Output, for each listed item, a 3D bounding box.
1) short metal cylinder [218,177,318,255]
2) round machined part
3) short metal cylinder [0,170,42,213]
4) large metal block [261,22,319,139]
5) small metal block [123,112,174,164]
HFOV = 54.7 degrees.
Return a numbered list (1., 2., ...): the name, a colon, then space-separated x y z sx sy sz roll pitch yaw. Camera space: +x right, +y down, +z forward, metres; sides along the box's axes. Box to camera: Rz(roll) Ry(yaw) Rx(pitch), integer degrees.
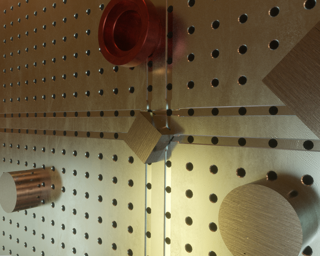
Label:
1. short metal cylinder: 0.106 0.092 0.306 0.080 0.050 0.079 0 90 40
2. round machined part: -0.038 -0.133 0.430 0.098 0.042 0.097 0 90 40
3. short metal cylinder: -0.285 0.127 0.629 0.080 0.050 0.079 0 90 39
4. large metal block: 0.153 -0.041 0.267 0.080 0.050 0.080 -50 61 28
5. small metal block: -0.016 0.013 0.423 0.050 0.025 0.050 45 117 30
